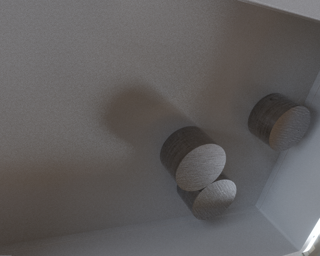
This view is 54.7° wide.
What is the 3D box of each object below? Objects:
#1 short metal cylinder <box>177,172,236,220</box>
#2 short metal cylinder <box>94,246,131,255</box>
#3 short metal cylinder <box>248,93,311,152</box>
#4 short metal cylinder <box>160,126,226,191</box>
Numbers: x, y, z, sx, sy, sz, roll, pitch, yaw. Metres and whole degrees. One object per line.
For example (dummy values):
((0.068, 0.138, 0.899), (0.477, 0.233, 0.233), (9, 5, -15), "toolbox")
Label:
((0.074, 0.100, 0.497), (0.081, 0.050, 0.079), (-14, 125, -21), "short metal cylinder")
((-0.076, 0.242, 0.505), (0.081, 0.050, 0.079), (-14, 124, -21), "short metal cylinder")
((0.189, -0.009, 0.493), (0.081, 0.050, 0.079), (-14, 125, -21), "short metal cylinder")
((0.047, 0.044, 0.447), (0.081, 0.050, 0.079), (-14, 124, -21), "short metal cylinder")
